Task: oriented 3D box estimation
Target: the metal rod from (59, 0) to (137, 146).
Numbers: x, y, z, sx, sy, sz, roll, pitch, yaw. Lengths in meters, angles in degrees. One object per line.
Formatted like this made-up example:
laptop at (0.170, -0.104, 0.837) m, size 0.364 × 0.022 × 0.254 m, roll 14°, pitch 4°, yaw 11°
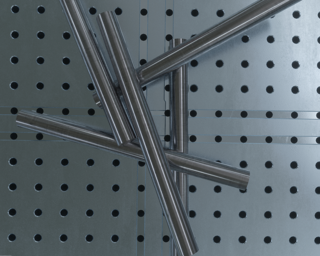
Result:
metal rod at (-0.097, -0.119, 0.392) m, size 0.025 × 0.025 × 0.299 m, roll -23°, pitch 82°, yaw 0°

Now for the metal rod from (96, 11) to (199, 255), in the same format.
metal rod at (-0.017, 0.002, 0.368) m, size 0.025 × 0.025 × 0.299 m, roll -20°, pitch 84°, yaw 0°

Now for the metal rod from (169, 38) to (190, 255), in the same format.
metal rod at (0.026, 0.033, 0.413) m, size 0.025 × 0.025 × 0.298 m, roll 0°, pitch 90°, yaw -1°

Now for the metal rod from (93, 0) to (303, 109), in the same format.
metal rod at (0.049, -0.103, 0.381) m, size 0.300 × 0.025 × 0.025 m, roll -27°, pitch 91°, yaw 12°

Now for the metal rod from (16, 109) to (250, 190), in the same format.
metal rod at (-0.039, 0.025, 0.395) m, size 0.301 × 0.025 × 0.025 m, roll 15°, pitch 90°, yaw 6°
